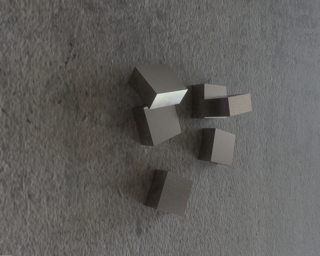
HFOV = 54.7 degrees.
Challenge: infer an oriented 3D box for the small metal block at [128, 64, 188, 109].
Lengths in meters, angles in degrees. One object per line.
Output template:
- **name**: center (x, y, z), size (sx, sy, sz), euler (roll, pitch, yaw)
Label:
- **small metal block**: center (-0.003, -0.053, 0.387), size (0.050, 0.025, 0.050), euler (-14, 57, -39)

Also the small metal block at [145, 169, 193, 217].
- **small metal block**: center (0.013, 0.088, 0.418), size (0.050, 0.025, 0.050), euler (28, 73, -37)

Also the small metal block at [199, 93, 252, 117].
- **small metal block**: center (0.092, -0.032, 0.436), size (0.050, 0.050, 0.025), euler (-13, 99, -40)

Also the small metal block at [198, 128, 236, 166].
- **small metal block**: center (0.089, 0.030, 0.483), size (0.050, 0.025, 0.050), euler (16, 80, -39)

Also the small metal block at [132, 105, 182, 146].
- **small metal block**: center (-0.004, -0.009, 0.404), size (0.050, 0.025, 0.050), euler (-24, 106, -38)

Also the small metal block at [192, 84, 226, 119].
- **small metal block**: center (0.075, -0.039, 0.470), size (0.050, 0.025, 0.050), euler (0, 90, -40)
